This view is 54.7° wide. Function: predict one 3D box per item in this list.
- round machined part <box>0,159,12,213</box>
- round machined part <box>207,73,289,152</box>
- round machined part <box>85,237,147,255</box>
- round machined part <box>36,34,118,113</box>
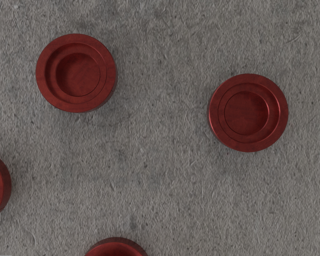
[{"bbox_3d":[-0.240,0.074,0.400,0.099,0.042,0.097,0,90,0],"label":"round machined part"},{"bbox_3d":[0.110,-0.019,0.402,0.099,0.042,0.097,0,90,0],"label":"round machined part"},{"bbox_3d":[-0.060,0.197,0.401,0.099,0.042,0.097,0,90,0],"label":"round machined part"},{"bbox_3d":[-0.103,-0.068,0.400,0.099,0.042,0.097,0,90,0],"label":"round machined part"}]
